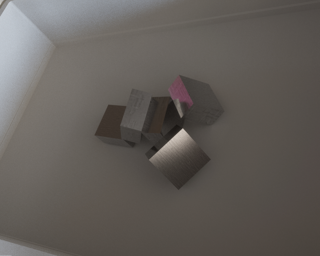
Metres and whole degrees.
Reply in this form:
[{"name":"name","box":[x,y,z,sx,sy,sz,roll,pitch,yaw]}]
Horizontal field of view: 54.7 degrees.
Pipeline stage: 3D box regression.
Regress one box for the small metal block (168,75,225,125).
[{"name":"small metal block","box":[0.044,-0.034,0.381,0.025,0.050,0.050,-52,44,34]}]

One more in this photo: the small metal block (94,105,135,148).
[{"name":"small metal block","box":[-0.055,-0.003,0.432,0.050,0.025,0.050,7,65,31]}]

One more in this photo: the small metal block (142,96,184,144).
[{"name":"small metal block","box":[0.006,-0.004,0.387,0.025,0.050,0.050,1,62,28]}]

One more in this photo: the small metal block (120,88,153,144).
[{"name":"small metal block","box":[-0.030,-0.013,0.387,0.025,0.050,0.050,15,69,0]}]

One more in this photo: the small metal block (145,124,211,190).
[{"name":"small metal block","box":[0.020,0.033,0.353,0.050,0.050,0.025,-43,16,-3]}]
